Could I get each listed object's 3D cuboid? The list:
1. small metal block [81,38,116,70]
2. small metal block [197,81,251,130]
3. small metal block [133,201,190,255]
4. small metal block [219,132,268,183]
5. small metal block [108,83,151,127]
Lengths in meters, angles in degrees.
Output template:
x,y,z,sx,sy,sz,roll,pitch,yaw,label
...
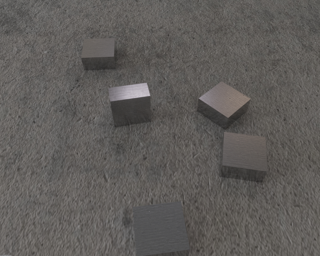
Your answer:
x,y,z,sx,sy,sz,roll,pitch,yaw,label
-0.098,-0.120,0.504,0.050,0.025,0.050,-3,50,-3,small metal block
0.088,-0.032,0.431,0.050,0.025,0.050,-37,59,-27,small metal block
0.000,0.106,0.314,0.050,0.025,0.050,-6,50,-5,small metal block
0.100,0.035,0.375,0.050,0.025,0.050,7,50,6,small metal block
-0.039,-0.030,0.412,0.050,0.050,0.025,-9,51,-8,small metal block
